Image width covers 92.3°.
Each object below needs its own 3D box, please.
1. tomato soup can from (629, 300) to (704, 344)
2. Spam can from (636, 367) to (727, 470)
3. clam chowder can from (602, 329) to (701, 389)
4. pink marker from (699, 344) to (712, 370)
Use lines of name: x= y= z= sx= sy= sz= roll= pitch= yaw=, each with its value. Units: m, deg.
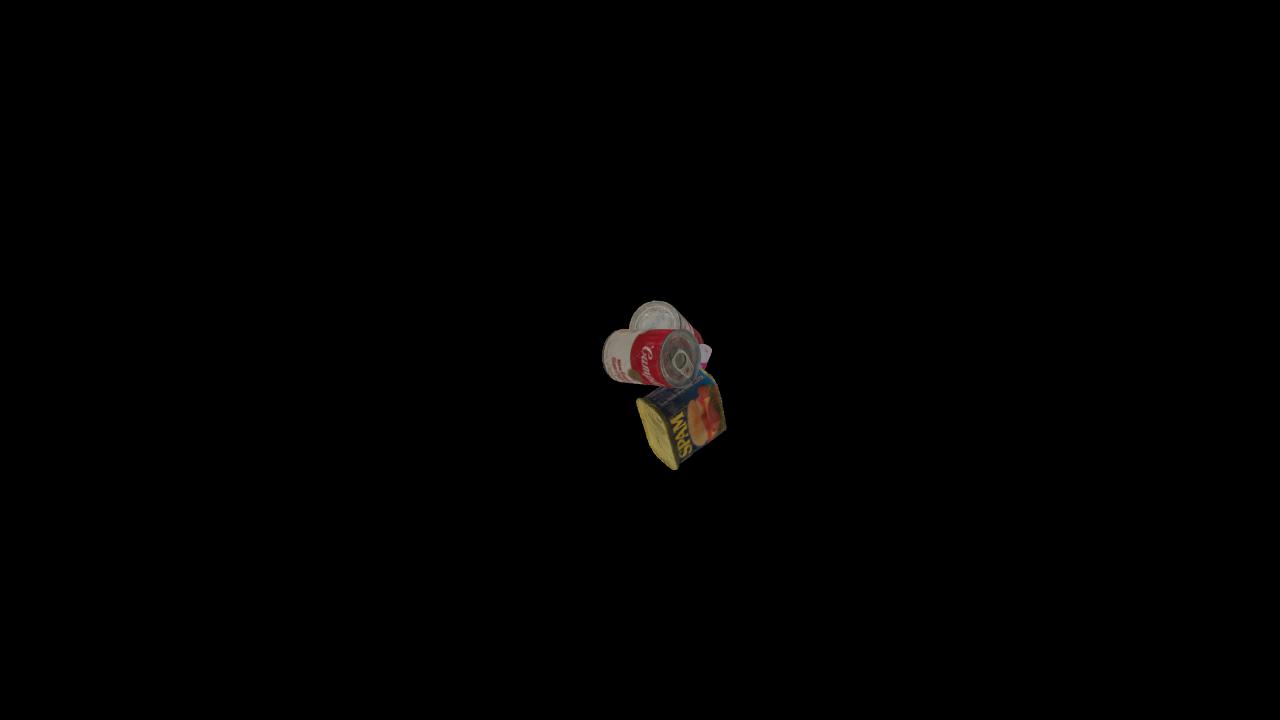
tomato soup can: x=0.035 y=-0.027 z=0.764 sx=0.068 sy=0.068 sz=0.101 roll=0 pitch=-15 yaw=22
Spam can: x=0.052 y=0.067 z=0.738 sx=0.085 sy=0.101 sz=0.058 roll=-33 pitch=41 yaw=-21
clam chowder can: x=0.012 y=-0.004 z=0.724 sx=0.068 sy=0.068 sz=0.102 roll=0 pitch=3 yaw=-44
pink marker: x=0.064 y=0.031 z=0.770 sx=0.020 sy=0.121 sz=0.020 roll=9 pitch=40 yaw=-8
